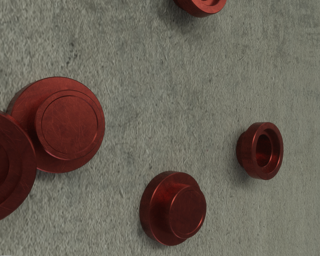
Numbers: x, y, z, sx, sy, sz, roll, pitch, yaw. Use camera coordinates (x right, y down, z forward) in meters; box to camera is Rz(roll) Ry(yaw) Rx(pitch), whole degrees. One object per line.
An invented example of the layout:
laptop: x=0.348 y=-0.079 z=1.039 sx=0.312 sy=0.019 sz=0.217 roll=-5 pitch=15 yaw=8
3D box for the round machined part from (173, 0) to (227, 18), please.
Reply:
round machined part: x=0.049 y=-0.204 z=0.434 sx=0.099 sy=0.042 sz=0.097 roll=0 pitch=90 yaw=-40

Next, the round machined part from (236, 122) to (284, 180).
round machined part: x=0.169 y=0.038 z=0.535 sx=0.099 sy=0.042 sz=0.097 roll=0 pitch=90 yaw=-40

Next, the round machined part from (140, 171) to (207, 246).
round machined part: x=0.024 y=0.108 z=0.414 sx=0.099 sy=0.042 sz=0.097 roll=0 pitch=90 yaw=-40

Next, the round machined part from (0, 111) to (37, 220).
round machined part: x=-0.154 y=0.028 z=0.252 sx=0.099 sy=0.042 sz=0.097 roll=-4 pitch=100 yaw=-23

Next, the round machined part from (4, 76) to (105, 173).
round machined part: x=-0.098 y=-0.003 z=0.311 sx=0.099 sy=0.042 sz=0.097 roll=0 pitch=90 yaw=-40
